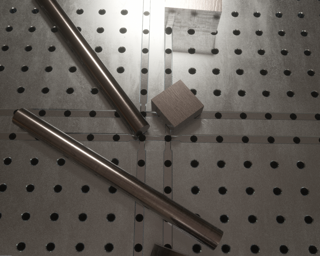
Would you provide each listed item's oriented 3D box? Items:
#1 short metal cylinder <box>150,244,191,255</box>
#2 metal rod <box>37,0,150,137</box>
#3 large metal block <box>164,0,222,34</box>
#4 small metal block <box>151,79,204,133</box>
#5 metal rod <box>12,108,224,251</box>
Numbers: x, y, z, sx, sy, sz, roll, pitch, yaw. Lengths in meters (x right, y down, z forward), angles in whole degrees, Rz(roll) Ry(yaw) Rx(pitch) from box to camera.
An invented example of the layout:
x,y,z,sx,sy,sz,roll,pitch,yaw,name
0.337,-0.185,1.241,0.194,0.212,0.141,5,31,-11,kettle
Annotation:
x,y,z,sx,sy,sz,roll,pitch,yaw,name
0.024,0.160,0.324,0.080,0.080,0.050,18,71,6,short metal cylinder
-0.110,-0.111,0.450,0.025,0.025,0.299,-34,74,-12,metal rod
0.050,-0.195,0.470,0.080,0.050,0.080,5,70,1,large metal block
0.023,-0.030,0.423,0.050,0.025,0.050,-36,74,-12,small metal block
-0.060,0.058,0.389,0.301,0.025,0.025,30,73,10,metal rod
